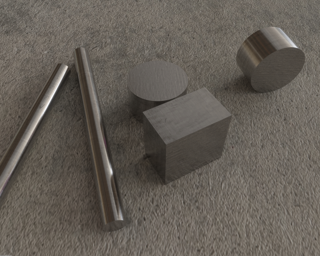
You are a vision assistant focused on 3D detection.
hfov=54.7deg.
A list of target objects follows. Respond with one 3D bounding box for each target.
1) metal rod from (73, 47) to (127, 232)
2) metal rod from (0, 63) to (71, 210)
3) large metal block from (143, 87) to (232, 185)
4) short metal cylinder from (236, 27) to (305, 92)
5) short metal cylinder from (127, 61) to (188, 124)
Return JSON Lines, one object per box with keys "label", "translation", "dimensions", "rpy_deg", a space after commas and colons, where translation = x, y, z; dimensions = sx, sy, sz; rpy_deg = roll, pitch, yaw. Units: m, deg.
{"label": "metal rod", "translation": [-0.087, -0.010, 0.410], "dimensions": [0.025, 0.025, 0.300], "rpy_deg": [-12, 51, -10]}
{"label": "metal rod", "translation": [-0.172, 0.024, 0.381], "dimensions": [0.025, 0.025, 0.300], "rpy_deg": [7, 50, 5]}
{"label": "large metal block", "translation": [0.029, 0.010, 0.359], "dimensions": [0.081, 0.080, 0.050], "rpy_deg": [-23, 54, -18]}
{"label": "short metal cylinder", "translation": [0.159, -0.098, 0.451], "dimensions": [0.081, 0.080, 0.050], "rpy_deg": [-12, 51, -10]}
{"label": "short metal cylinder", "translation": [-0.003, -0.048, 0.427], "dimensions": [0.081, 0.050, 0.080], "rpy_deg": [0, 50, 0]}
